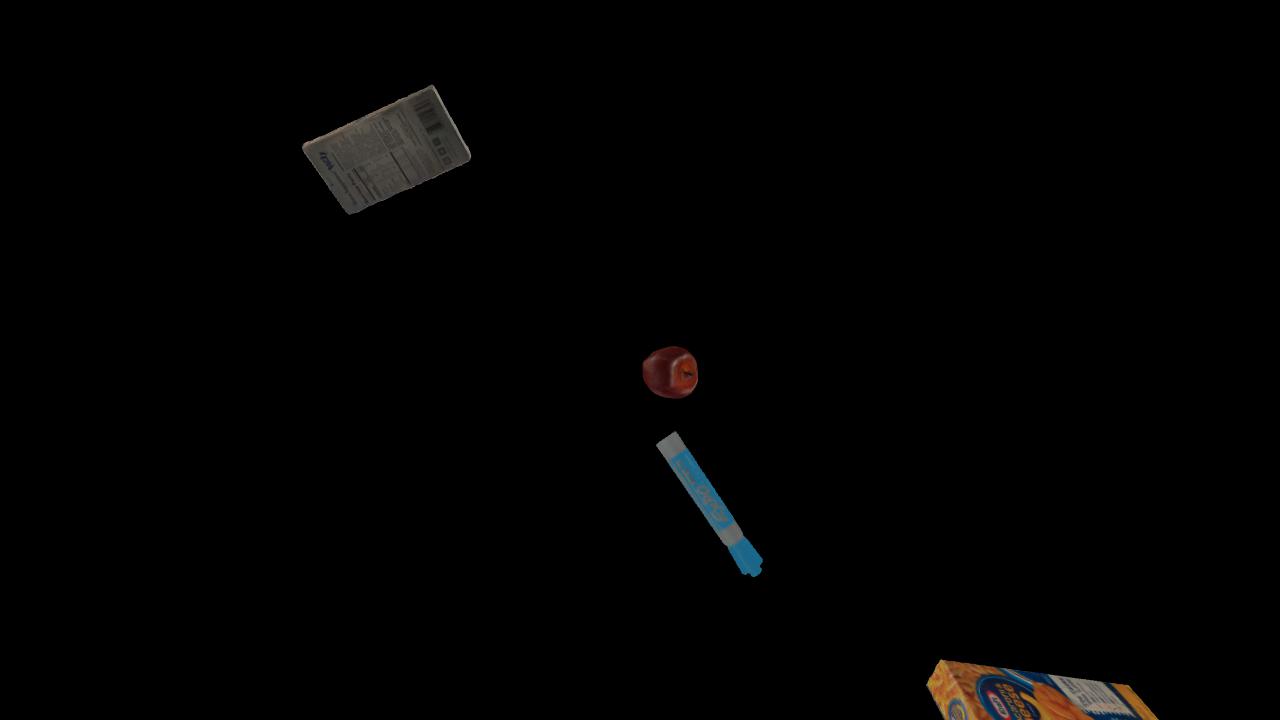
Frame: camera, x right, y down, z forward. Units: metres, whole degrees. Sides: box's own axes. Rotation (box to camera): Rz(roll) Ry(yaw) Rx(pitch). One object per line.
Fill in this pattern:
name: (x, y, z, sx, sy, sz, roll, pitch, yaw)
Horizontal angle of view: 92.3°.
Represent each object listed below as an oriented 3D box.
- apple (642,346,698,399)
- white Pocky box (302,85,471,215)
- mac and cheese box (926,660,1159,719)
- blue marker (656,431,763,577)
apple: (0.045, 0.019, 0.907, 0.079, 0.079, 0.093, 0, 3, -38)
white Pocky box: (-0.274, -0.229, 0.675, 0.154, 0.084, 0.028, -24, 35, 1)
mac and cheese box: (0.355, 0.314, 0.520, 0.184, 0.041, 0.093, 10, 23, -5)
blue marker: (0.053, 0.109, 0.462, 0.020, 0.121, 0.020, -34, -6, -4)
